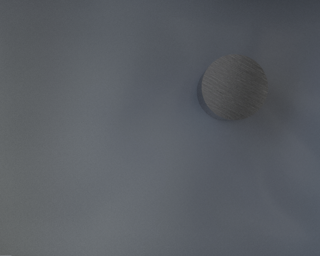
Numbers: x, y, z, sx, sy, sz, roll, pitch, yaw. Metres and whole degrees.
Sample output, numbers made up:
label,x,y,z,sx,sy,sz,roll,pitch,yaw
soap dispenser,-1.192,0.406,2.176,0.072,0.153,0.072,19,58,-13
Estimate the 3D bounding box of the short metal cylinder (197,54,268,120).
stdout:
label,x,y,z,sx,sy,sz,roll,pitch,yaw
short metal cylinder,0.091,-0.050,0.399,0.080,0.050,0.080,0,90,0
